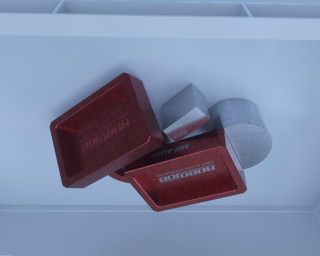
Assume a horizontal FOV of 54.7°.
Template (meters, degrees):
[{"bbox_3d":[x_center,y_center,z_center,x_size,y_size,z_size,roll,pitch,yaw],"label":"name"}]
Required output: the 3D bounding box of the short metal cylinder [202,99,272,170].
[{"bbox_3d":[0.097,0.009,0.399,0.081,0.050,0.079,0,130,0],"label":"short metal cylinder"}]

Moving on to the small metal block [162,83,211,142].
[{"bbox_3d":[0.030,-0.019,0.374,0.050,0.050,0.025,-36,122,24],"label":"small metal block"}]

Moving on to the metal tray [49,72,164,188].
[{"bbox_3d":[-0.068,0.006,0.366,0.130,0.090,0.030,-30,156,22],"label":"metal tray"}]

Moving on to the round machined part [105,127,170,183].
[{"bbox_3d":[-0.033,0.029,0.421,0.099,0.042,0.097,-1,130,0],"label":"round machined part"}]

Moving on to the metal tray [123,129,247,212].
[{"bbox_3d":[0.032,0.058,0.391,0.130,0.030,0.090,-18,128,20],"label":"metal tray"}]
